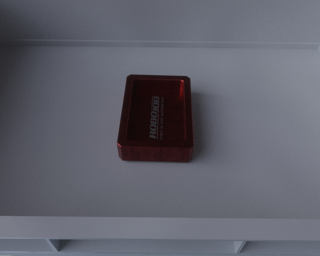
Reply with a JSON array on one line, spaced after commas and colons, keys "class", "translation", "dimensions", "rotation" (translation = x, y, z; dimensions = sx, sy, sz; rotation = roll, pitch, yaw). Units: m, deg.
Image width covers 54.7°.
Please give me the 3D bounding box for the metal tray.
[{"class": "metal tray", "translation": [-0.004, -0.017, 0.412], "dimensions": [0.091, 0.030, 0.130], "rotation": [2, 50, 0]}]
